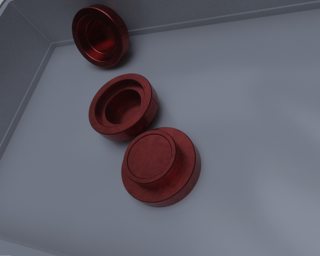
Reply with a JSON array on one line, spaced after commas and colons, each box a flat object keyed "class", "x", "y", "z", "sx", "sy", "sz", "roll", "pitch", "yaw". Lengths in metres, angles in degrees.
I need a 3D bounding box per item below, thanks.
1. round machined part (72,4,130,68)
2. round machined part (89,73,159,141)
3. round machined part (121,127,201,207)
[{"class": "round machined part", "x": -0.091, "y": -0.153, "z": 0.508, "sx": 0.098, "sy": 0.097, "sz": 0.042, "roll": 4, "pitch": 34, "yaw": 30}, {"class": "round machined part", "x": -0.046, "y": -0.025, "z": 0.433, "sx": 0.098, "sy": 0.042, "sz": 0.098, "roll": -13, "pitch": 56, "yaw": 20}, {"class": "round machined part", "x": -0.004, "y": 0.041, "z": 0.371, "sx": 0.098, "sy": 0.042, "sz": 0.098, "roll": -13, "pitch": 56, "yaw": 20}]
